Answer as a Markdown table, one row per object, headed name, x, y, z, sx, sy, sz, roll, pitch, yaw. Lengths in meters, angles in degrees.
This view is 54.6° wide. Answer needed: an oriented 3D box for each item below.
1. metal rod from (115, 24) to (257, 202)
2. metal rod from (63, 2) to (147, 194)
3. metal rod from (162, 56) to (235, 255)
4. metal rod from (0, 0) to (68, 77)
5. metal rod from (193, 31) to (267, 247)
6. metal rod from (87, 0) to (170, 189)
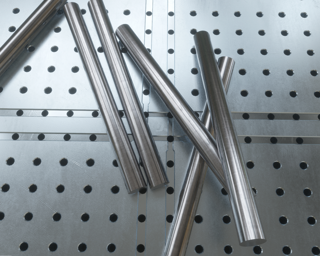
| name | x | y | z | sx | sy | sz | roll | pitch | yaw |
| --- | --- | --- | --- | --- | --- | --- | --- | --- | --- |
| metal rod | 0.020 | -0.032 | 0.404 | 0.025 | 0.025 | 0.299 | -29 | 66 | -10 |
| metal rod | -0.082 | -0.054 | 0.431 | 0.025 | 0.025 | 0.299 | -20 | 71 | -7 |
| metal rod | 0.052 | 0.039 | 0.397 | 0.025 | 0.025 | 0.300 | 16 | 71 | 6 |
| metal rod | -0.231 | -0.091 | 0.443 | 0.025 | 0.025 | 0.300 | 29 | 72 | 10 |
| metal rod | 0.074 | -0.014 | 0.375 | 0.025 | 0.025 | 0.300 | -5 | 54 | -2 |
| metal rod | -0.050 | -0.061 | 0.433 | 0.025 | 0.025 | 0.299 | -19 | 71 | -7 |
